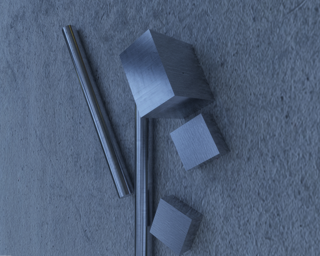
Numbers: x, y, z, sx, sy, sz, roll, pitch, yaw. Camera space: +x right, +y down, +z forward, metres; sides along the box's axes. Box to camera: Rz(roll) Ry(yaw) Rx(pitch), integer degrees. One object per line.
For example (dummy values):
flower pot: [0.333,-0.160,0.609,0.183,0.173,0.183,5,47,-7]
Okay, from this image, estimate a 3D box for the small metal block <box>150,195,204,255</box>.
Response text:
small metal block: [0.020,0.120,0.387,0.050,0.025,0.050,27,107,36]

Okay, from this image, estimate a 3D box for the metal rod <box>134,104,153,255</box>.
metal rod: [-0.022,0.055,0.420,0.025,0.025,0.298,0,90,39]

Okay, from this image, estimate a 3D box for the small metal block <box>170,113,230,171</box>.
small metal block: [0.046,0.017,0.365,0.050,0.025,0.050,-34,69,34]

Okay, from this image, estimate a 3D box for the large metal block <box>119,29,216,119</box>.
large metal block: [0.010,-0.058,0.360,0.050,0.081,0.080,-31,71,35]

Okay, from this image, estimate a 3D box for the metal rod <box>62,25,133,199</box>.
metal rod: [-0.101,-0.035,0.485,0.025,0.025,0.299,-35,69,34]
